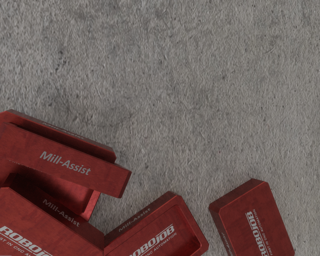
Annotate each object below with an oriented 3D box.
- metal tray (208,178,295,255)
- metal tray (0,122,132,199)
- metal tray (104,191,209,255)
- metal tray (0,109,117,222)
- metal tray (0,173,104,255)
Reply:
[{"bbox_3d":[0.137,0.152,0.457,0.091,0.030,0.129,-26,99,-18],"label":"metal tray"},{"bbox_3d":[-0.104,0.033,0.335,0.131,0.090,0.030,24,82,-19],"label":"metal tray"},{"bbox_3d":[-0.011,0.155,0.402,0.131,0.030,0.090,-32,101,-17],"label":"metal tray"},{"bbox_3d":[-0.127,0.044,0.348,0.131,0.030,0.090,23,91,-16],"label":"metal tray"},{"bbox_3d":[-0.136,0.119,0.332,0.090,0.030,0.130,-43,111,8],"label":"metal tray"}]
